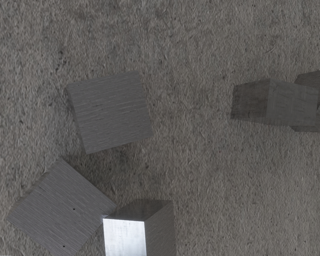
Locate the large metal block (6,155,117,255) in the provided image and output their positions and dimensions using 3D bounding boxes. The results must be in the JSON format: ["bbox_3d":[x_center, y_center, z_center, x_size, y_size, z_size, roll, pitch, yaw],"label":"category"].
[{"bbox_3d":[-0.111,0.090,0.355,0.080,0.050,0.080,45,76,-15],"label":"large metal block"}]

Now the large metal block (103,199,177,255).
[{"bbox_3d":[-0.020,0.135,0.366,0.050,0.080,0.079,-3,92,24],"label":"large metal block"}]

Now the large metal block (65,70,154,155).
[{"bbox_3d":[-0.062,-0.019,0.373,0.081,0.050,0.080,-15,95,-19],"label":"large metal block"}]

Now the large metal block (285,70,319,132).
[{"bbox_3d":[0.237,-0.040,0.467,0.050,0.080,0.080,38,78,-16],"label":"large metal block"}]

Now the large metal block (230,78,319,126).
[{"bbox_3d":[0.159,-0.033,0.438,0.081,0.080,0.050,8,88,-20],"label":"large metal block"}]
